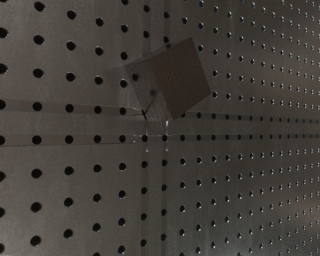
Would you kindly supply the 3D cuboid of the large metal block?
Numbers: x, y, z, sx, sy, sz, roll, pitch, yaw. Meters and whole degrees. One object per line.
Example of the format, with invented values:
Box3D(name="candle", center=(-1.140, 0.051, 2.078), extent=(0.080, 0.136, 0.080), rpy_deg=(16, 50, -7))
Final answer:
Box3D(name="large metal block", center=(0.012, -0.063, 0.405), extent=(0.081, 0.050, 0.080), rpy_deg=(-36, 113, -34))
